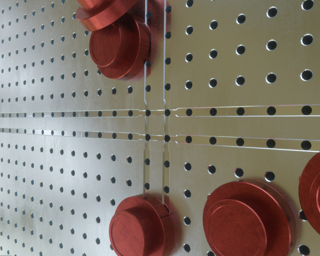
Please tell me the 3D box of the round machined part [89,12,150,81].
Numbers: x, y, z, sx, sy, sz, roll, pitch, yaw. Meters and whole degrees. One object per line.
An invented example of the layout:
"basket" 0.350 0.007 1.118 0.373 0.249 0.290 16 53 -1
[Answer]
"round machined part" -0.065 -0.120 0.450 0.098 0.042 0.097 0 90 39

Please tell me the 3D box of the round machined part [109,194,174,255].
"round machined part" -0.032 0.143 0.422 0.098 0.042 0.097 0 90 39

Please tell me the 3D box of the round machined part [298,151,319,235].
"round machined part" 0.167 0.059 0.260 0.098 0.042 0.097 0 90 39

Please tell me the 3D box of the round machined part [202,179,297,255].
"round machined part" 0.086 0.106 0.326 0.098 0.042 0.097 0 90 39

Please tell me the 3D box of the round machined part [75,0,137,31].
"round machined part" -0.079 -0.183 0.430 0.098 0.042 0.098 -20 43 21
